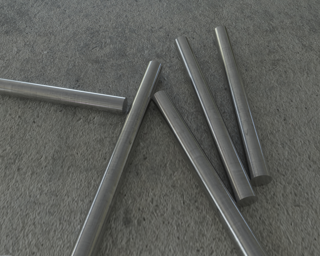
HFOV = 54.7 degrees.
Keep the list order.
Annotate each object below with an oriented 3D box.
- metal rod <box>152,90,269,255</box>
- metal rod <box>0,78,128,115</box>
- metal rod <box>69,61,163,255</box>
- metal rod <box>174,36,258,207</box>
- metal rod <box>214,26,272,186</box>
[{"bbox_3d":[0.058,0.062,0.350,0.025,0.025,0.300,-18,52,-14],"label":"metal rod"},{"bbox_3d":[-0.196,-0.055,0.447,0.301,0.025,0.025,9,51,7],"label":"metal rod"},{"bbox_3d":[-0.042,0.017,0.388,0.025,0.025,0.300,10,51,8],"label":"metal rod"},{"bbox_3d":[0.065,-0.033,0.430,0.025,0.025,0.300,-9,51,-7],"label":"metal rod"},{"bbox_3d":[0.111,-0.055,0.449,0.025,0.025,0.300,-1,50,-1],"label":"metal rod"}]
